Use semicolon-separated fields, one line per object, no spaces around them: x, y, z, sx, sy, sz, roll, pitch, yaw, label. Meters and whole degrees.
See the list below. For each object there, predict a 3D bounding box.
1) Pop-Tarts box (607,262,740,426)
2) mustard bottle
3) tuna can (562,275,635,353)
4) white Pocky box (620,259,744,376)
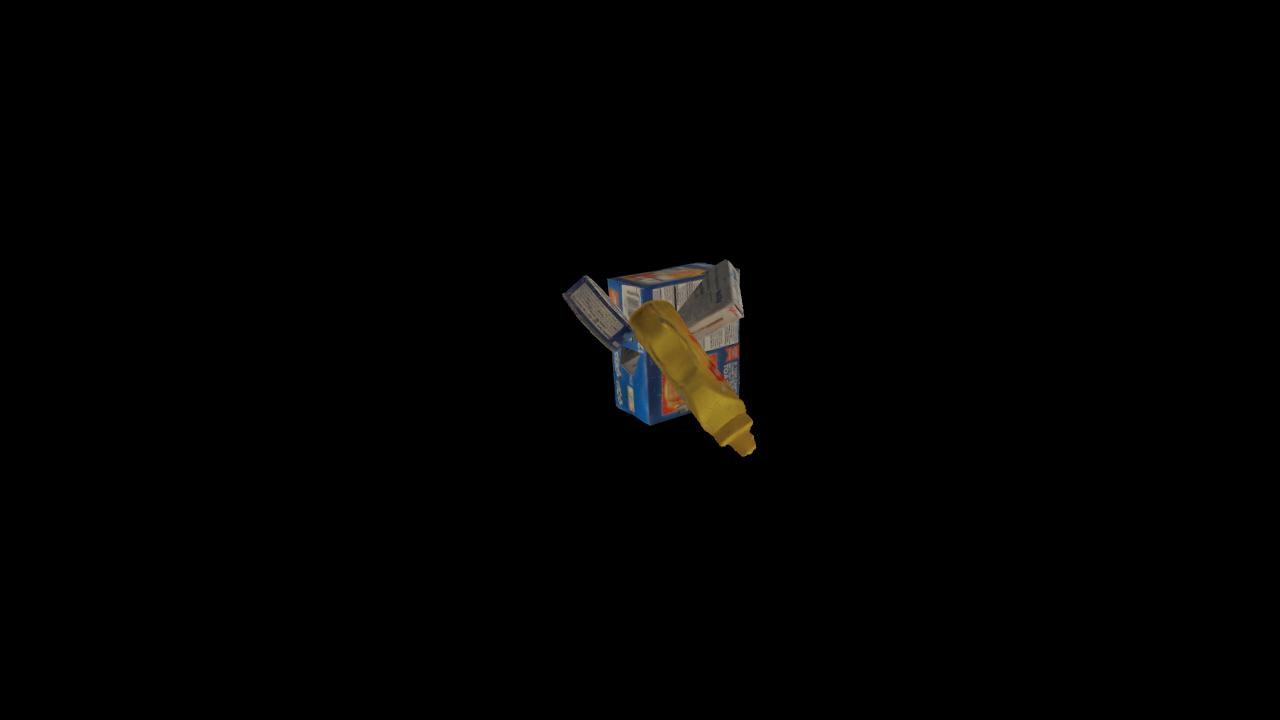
0.043;-0.024;0.751;0.141;0.167;0.083;-15;23;-29;Pop-Tarts box
0.061;0.023;0.647;0.054;0.184;0.092;-37;-18;4;mustard bottle
-0.042;-0.050;0.653;0.034;0.084;0.084;-41;-4;4;tuna can
0.044;-0.048;0.706;0.154;0.084;0.028;-28;-53;25;white Pocky box
